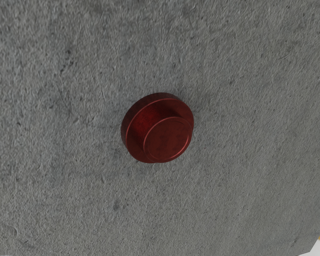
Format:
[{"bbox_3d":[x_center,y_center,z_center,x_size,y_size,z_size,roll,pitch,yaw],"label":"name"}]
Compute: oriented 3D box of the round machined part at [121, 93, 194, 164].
[{"bbox_3d":[0.002,0.007,0.404,0.099,0.042,0.097,-14,125,-21],"label":"round machined part"}]
